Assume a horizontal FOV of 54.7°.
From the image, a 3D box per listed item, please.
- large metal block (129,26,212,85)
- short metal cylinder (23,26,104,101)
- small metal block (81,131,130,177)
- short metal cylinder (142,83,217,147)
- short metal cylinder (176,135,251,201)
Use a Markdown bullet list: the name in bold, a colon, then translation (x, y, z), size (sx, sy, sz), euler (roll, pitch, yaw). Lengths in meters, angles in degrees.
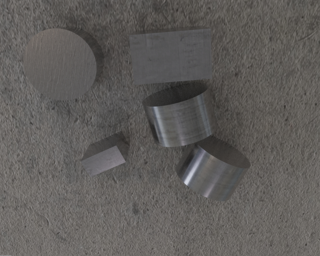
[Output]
- **large metal block**: translation (0.012, -0.085, 0.349), size (0.080, 0.080, 0.050), euler (-4, 110, 1)
- **short metal cylinder**: translation (-0.111, -0.078, 0.367), size (0.081, 0.050, 0.079), euler (0, 110, 0)
- **small metal block**: translation (-0.071, 0.033, 0.408), size (0.050, 0.050, 0.025), euler (-24, 109, 8)
- **short metal cylinder**: translation (0.024, -0.018, 0.374), size (0.080, 0.080, 0.050), euler (-14, 110, 5)
- **short metal cylinder**: translation (0.068, 0.048, 0.399), size (0.080, 0.080, 0.050), euler (23, 108, -9)
